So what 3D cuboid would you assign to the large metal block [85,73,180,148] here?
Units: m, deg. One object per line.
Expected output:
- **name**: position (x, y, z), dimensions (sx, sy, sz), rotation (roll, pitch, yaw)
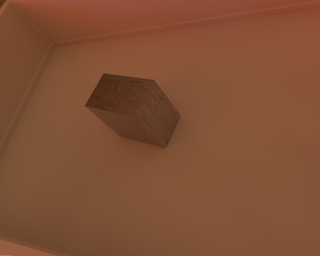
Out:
- **large metal block**: position (-0.033, -0.022, 0.397), dimensions (0.080, 0.080, 0.050), rotation (13, 69, 33)
